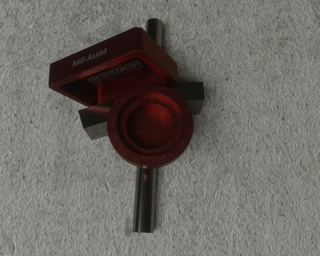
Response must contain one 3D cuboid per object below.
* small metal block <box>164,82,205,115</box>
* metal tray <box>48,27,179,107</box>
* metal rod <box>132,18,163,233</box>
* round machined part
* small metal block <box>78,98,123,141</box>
[{"bbox_3d":[0.030,-0.038,0.410,0.050,0.050,0.025,-1,70,-1],"label":"small metal block"},{"bbox_3d":[-0.055,-0.064,0.373,0.130,0.090,0.030,-15,67,26],"label":"metal tray"},{"bbox_3d":[-0.014,-0.017,0.415,0.025,0.025,0.299,2,70,0],"label":"metal rod"},{"bbox_3d":[-0.011,0.000,0.371,0.099,0.042,0.098,1,73,-2],"label":"round machined part"},{"bbox_3d":[-0.072,-0.010,0.399,0.050,0.050,0.025,-18,71,-7],"label":"small metal block"}]
